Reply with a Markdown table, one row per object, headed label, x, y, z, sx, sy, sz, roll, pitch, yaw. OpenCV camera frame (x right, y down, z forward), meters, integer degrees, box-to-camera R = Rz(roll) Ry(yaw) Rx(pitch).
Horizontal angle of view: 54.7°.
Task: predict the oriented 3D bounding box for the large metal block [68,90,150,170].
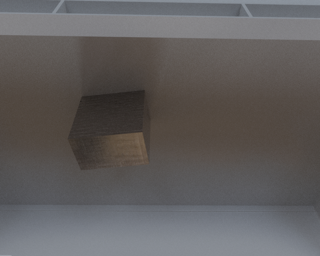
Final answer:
| label | x | y | z | sx | sy | sz | roll | pitch | yaw |
| --- | --- | --- | --- | --- | --- | --- | --- | --- | --- |
| large metal block | -0.055 | 0.001 | 0.373 | 0.080 | 0.080 | 0.050 | -5 | 130 | 4 |
